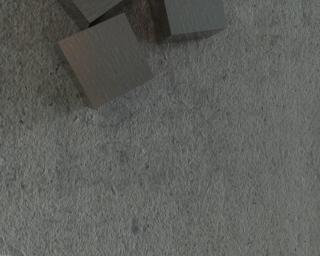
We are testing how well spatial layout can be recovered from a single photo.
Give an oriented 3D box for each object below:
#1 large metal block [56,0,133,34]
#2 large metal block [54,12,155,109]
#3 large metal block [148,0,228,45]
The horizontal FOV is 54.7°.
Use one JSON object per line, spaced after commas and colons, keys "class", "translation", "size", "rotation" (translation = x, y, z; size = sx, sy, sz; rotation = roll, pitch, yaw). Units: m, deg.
{"class": "large metal block", "translation": [-0.081, -0.171, 0.365], "size": [0.080, 0.050, 0.080], "rotation": [-42, 103, -15]}
{"class": "large metal block", "translation": [-0.066, -0.077, 0.366], "size": [0.080, 0.050, 0.080], "rotation": [-31, 108, -17]}
{"class": "large metal block", "translation": [0.034, -0.160, 0.408], "size": [0.081, 0.050, 0.080], "rotation": [-14, 95, -20]}
